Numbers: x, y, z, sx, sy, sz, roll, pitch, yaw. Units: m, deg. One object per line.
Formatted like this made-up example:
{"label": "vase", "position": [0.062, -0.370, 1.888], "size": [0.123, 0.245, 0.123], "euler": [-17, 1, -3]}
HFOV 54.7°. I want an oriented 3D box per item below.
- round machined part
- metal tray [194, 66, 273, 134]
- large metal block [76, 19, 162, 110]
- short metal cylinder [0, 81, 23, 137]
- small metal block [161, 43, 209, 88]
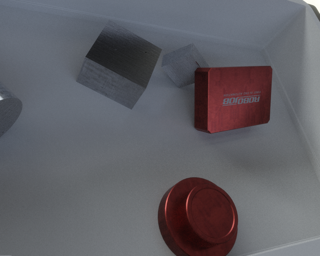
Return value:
{"label": "round machined part", "position": [0.051, 0.103, 0.361], "size": [0.099, 0.042, 0.098], "euler": [14, 56, -21]}
{"label": "metal tray", "position": [0.111, -0.046, 0.461], "size": [0.131, 0.030, 0.089], "euler": [-9, 104, -32]}
{"label": "large metal block", "position": [-0.053, -0.084, 0.414], "size": [0.080, 0.050, 0.080], "euler": [27, 52, -12]}
{"label": "short metal cylinder", "position": [-0.178, -0.016, 0.285], "size": [0.050, 0.080, 0.080], "euler": [44, 51, 2]}
{"label": "small metal block", "position": [0.038, -0.090, 0.455], "size": [0.050, 0.050, 0.025], "euler": [44, 42, -40]}
